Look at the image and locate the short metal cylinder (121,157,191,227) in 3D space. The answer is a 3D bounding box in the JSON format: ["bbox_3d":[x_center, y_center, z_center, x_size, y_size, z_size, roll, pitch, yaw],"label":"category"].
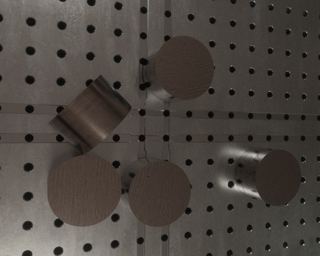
[{"bbox_3d":[-0.008,0.080,0.398,0.081,0.050,0.079,0,90,-20],"label":"short metal cylinder"}]

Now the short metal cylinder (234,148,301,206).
[{"bbox_3d":[0.159,0.070,0.460,0.081,0.050,0.079,0,90,-20],"label":"short metal cylinder"}]

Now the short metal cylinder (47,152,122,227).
[{"bbox_3d":[-0.091,0.069,0.367,0.081,0.050,0.079,0,90,-20],"label":"short metal cylinder"}]

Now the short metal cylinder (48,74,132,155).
[{"bbox_3d":[-0.079,-0.016,0.355,0.050,0.080,0.080,47,75,-15],"label":"short metal cylinder"}]

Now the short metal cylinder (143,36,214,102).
[{"bbox_3d":[0.023,-0.075,0.409,0.081,0.050,0.079,0,90,-21],"label":"short metal cylinder"}]
